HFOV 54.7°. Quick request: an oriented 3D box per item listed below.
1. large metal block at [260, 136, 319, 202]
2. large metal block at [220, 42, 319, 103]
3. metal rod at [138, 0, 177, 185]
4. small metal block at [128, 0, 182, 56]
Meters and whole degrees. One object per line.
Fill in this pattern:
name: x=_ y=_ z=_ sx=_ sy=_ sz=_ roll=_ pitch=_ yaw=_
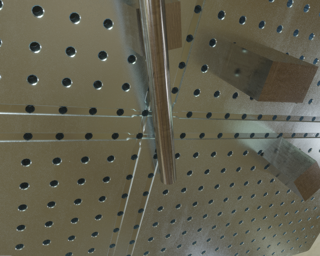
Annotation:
large metal block: x=0.238 y=0.073 z=0.554 sx=0.050 sy=0.080 sz=0.080 roll=-43 pitch=130 yaw=1
large metal block: x=0.141 y=-0.073 z=0.410 sx=0.081 sy=0.080 sz=0.050 roll=-1 pitch=119 yaw=-28
metal rod: x=0.001 y=-0.035 z=0.368 sx=0.025 sy=0.025 sz=0.298 roll=-21 pitch=134 yaw=-16
small metal block: x=-0.005 y=-0.112 z=0.341 sx=0.050 sy=0.025 sz=0.050 roll=-18 pitch=126 yaw=-19
